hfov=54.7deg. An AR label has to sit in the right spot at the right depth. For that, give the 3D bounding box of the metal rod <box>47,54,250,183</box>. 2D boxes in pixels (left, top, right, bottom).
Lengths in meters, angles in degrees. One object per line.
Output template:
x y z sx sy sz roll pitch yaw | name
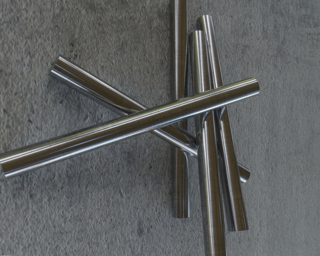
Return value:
0.007 0.003 0.385 0.301 0.025 0.025 30 71 -28 | metal rod

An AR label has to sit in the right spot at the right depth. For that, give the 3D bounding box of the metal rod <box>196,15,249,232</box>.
0.081 -0.018 0.419 0.025 0.025 0.299 8 68 -40 | metal rod

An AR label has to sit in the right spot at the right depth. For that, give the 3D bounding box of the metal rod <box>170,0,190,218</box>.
0.027 -0.028 0.427 0.025 0.025 0.298 -1 91 -40 | metal rod

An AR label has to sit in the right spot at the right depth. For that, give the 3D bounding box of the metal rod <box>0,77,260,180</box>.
-0.012 -0.009 0.343 0.302 0.025 0.025 -19 103 -23 | metal rod

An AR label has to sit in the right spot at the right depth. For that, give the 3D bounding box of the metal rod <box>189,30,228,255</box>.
0.058 0.014 0.387 0.025 0.025 0.299 13 67 -39 | metal rod
